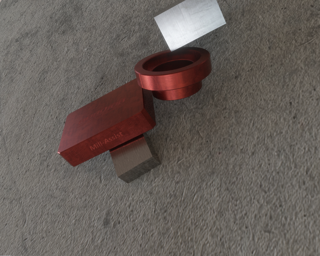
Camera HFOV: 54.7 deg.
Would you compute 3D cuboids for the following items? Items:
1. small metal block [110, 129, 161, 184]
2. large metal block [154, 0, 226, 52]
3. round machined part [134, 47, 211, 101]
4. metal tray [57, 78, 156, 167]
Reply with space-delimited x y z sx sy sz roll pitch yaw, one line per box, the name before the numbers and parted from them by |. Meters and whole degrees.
small metal block | -0.034 0.035 0.399 0.050 0.025 0.050 -31 52 7
large metal block | 0.039 -0.157 0.440 0.080 0.050 0.080 -26 22 11
round machined part | 0.019 -0.070 0.407 0.098 0.042 0.098 -10 30 6
metal tray | -0.072 -0.010 0.425 0.130 0.030 0.090 -26 36 13
